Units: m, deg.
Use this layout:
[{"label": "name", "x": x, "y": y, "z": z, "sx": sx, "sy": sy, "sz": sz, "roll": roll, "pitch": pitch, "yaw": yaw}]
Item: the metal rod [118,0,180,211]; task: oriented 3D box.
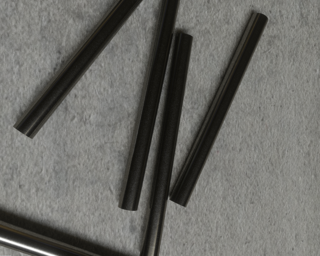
[{"label": "metal rod", "x": -0.011, "y": -0.044, "z": 0.405, "sx": 0.025, "sy": 0.025, "sz": 0.298, "roll": 13, "pitch": 86, "yaw": -20}]

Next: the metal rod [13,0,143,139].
[{"label": "metal rod", "x": -0.072, "y": -0.115, "z": 0.382, "sx": 0.025, "sy": 0.025, "sz": 0.300, "roll": 38, "pitch": 77, "yaw": -16}]

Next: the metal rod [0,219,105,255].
[{"label": "metal rod", "x": -0.131, "y": 0.141, "z": 0.361, "sx": 0.301, "sy": 0.025, "sz": 0.025, "roll": 28, "pitch": 81, "yaw": -18}]

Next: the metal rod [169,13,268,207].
[{"label": "metal rod", "x": 0.087, "y": -0.032, "z": 0.442, "sx": 0.025, "sy": 0.025, "sz": 0.299, "roll": 28, "pitch": 80, "yaw": -18}]

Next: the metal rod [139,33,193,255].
[{"label": "metal rod", "x": 0.009, "y": 0.023, "z": 0.413, "sx": 0.025, "sy": 0.025, "sz": 0.298, "roll": 10, "pitch": 86, "yaw": -20}]
